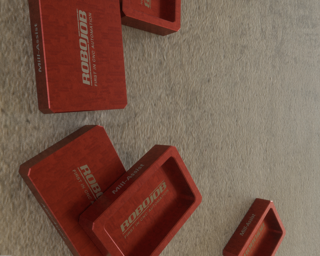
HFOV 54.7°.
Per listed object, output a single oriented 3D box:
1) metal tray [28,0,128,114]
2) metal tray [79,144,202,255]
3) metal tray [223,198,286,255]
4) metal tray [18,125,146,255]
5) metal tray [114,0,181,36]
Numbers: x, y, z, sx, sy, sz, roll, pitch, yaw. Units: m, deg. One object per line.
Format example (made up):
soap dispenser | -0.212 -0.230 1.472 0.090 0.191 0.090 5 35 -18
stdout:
metal tray | -0.085 -0.082 0.331 0.091 0.030 0.129 -7 95 -40
metal tray | -0.014 0.091 0.351 0.131 0.030 0.090 -42 116 -32
metal tray | 0.171 0.201 0.548 0.131 0.030 0.090 -44 117 -31
metal tray | -0.077 0.072 0.339 0.091 0.030 0.129 -37 113 -34
metal tray | -0.016 -0.191 0.389 0.091 0.030 0.129 2 89 -40
